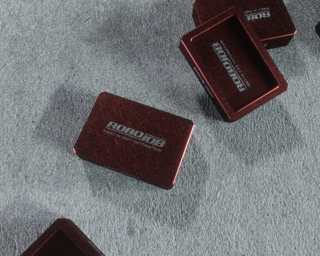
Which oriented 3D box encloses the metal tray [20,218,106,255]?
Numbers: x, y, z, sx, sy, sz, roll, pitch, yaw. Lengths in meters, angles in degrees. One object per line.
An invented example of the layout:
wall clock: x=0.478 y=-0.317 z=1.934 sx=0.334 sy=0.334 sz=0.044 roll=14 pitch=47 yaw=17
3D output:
metal tray: x=-0.096 y=0.176 z=0.340 sx=0.130 sy=0.030 sz=0.090 roll=41 pitch=75 yaw=13

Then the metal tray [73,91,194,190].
metal tray: x=-0.032 y=0.015 z=0.399 sx=0.131 sy=0.030 sz=0.090 roll=19 pitch=71 yaw=6

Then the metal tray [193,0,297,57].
metal tray: x=0.123 y=-0.157 z=0.464 sx=0.131 sy=0.030 sz=0.090 roll=-12 pitch=71 yaw=-5

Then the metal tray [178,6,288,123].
metal tray: x=0.096 y=-0.083 z=0.413 sx=0.090 sy=0.030 sz=0.130 roll=-31 pitch=89 yaw=-5

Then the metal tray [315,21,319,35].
metal tray: x=0.316 y=-0.161 z=0.466 sx=0.131 sy=0.030 sz=0.090 roll=-35 pitch=74 yaw=-12
